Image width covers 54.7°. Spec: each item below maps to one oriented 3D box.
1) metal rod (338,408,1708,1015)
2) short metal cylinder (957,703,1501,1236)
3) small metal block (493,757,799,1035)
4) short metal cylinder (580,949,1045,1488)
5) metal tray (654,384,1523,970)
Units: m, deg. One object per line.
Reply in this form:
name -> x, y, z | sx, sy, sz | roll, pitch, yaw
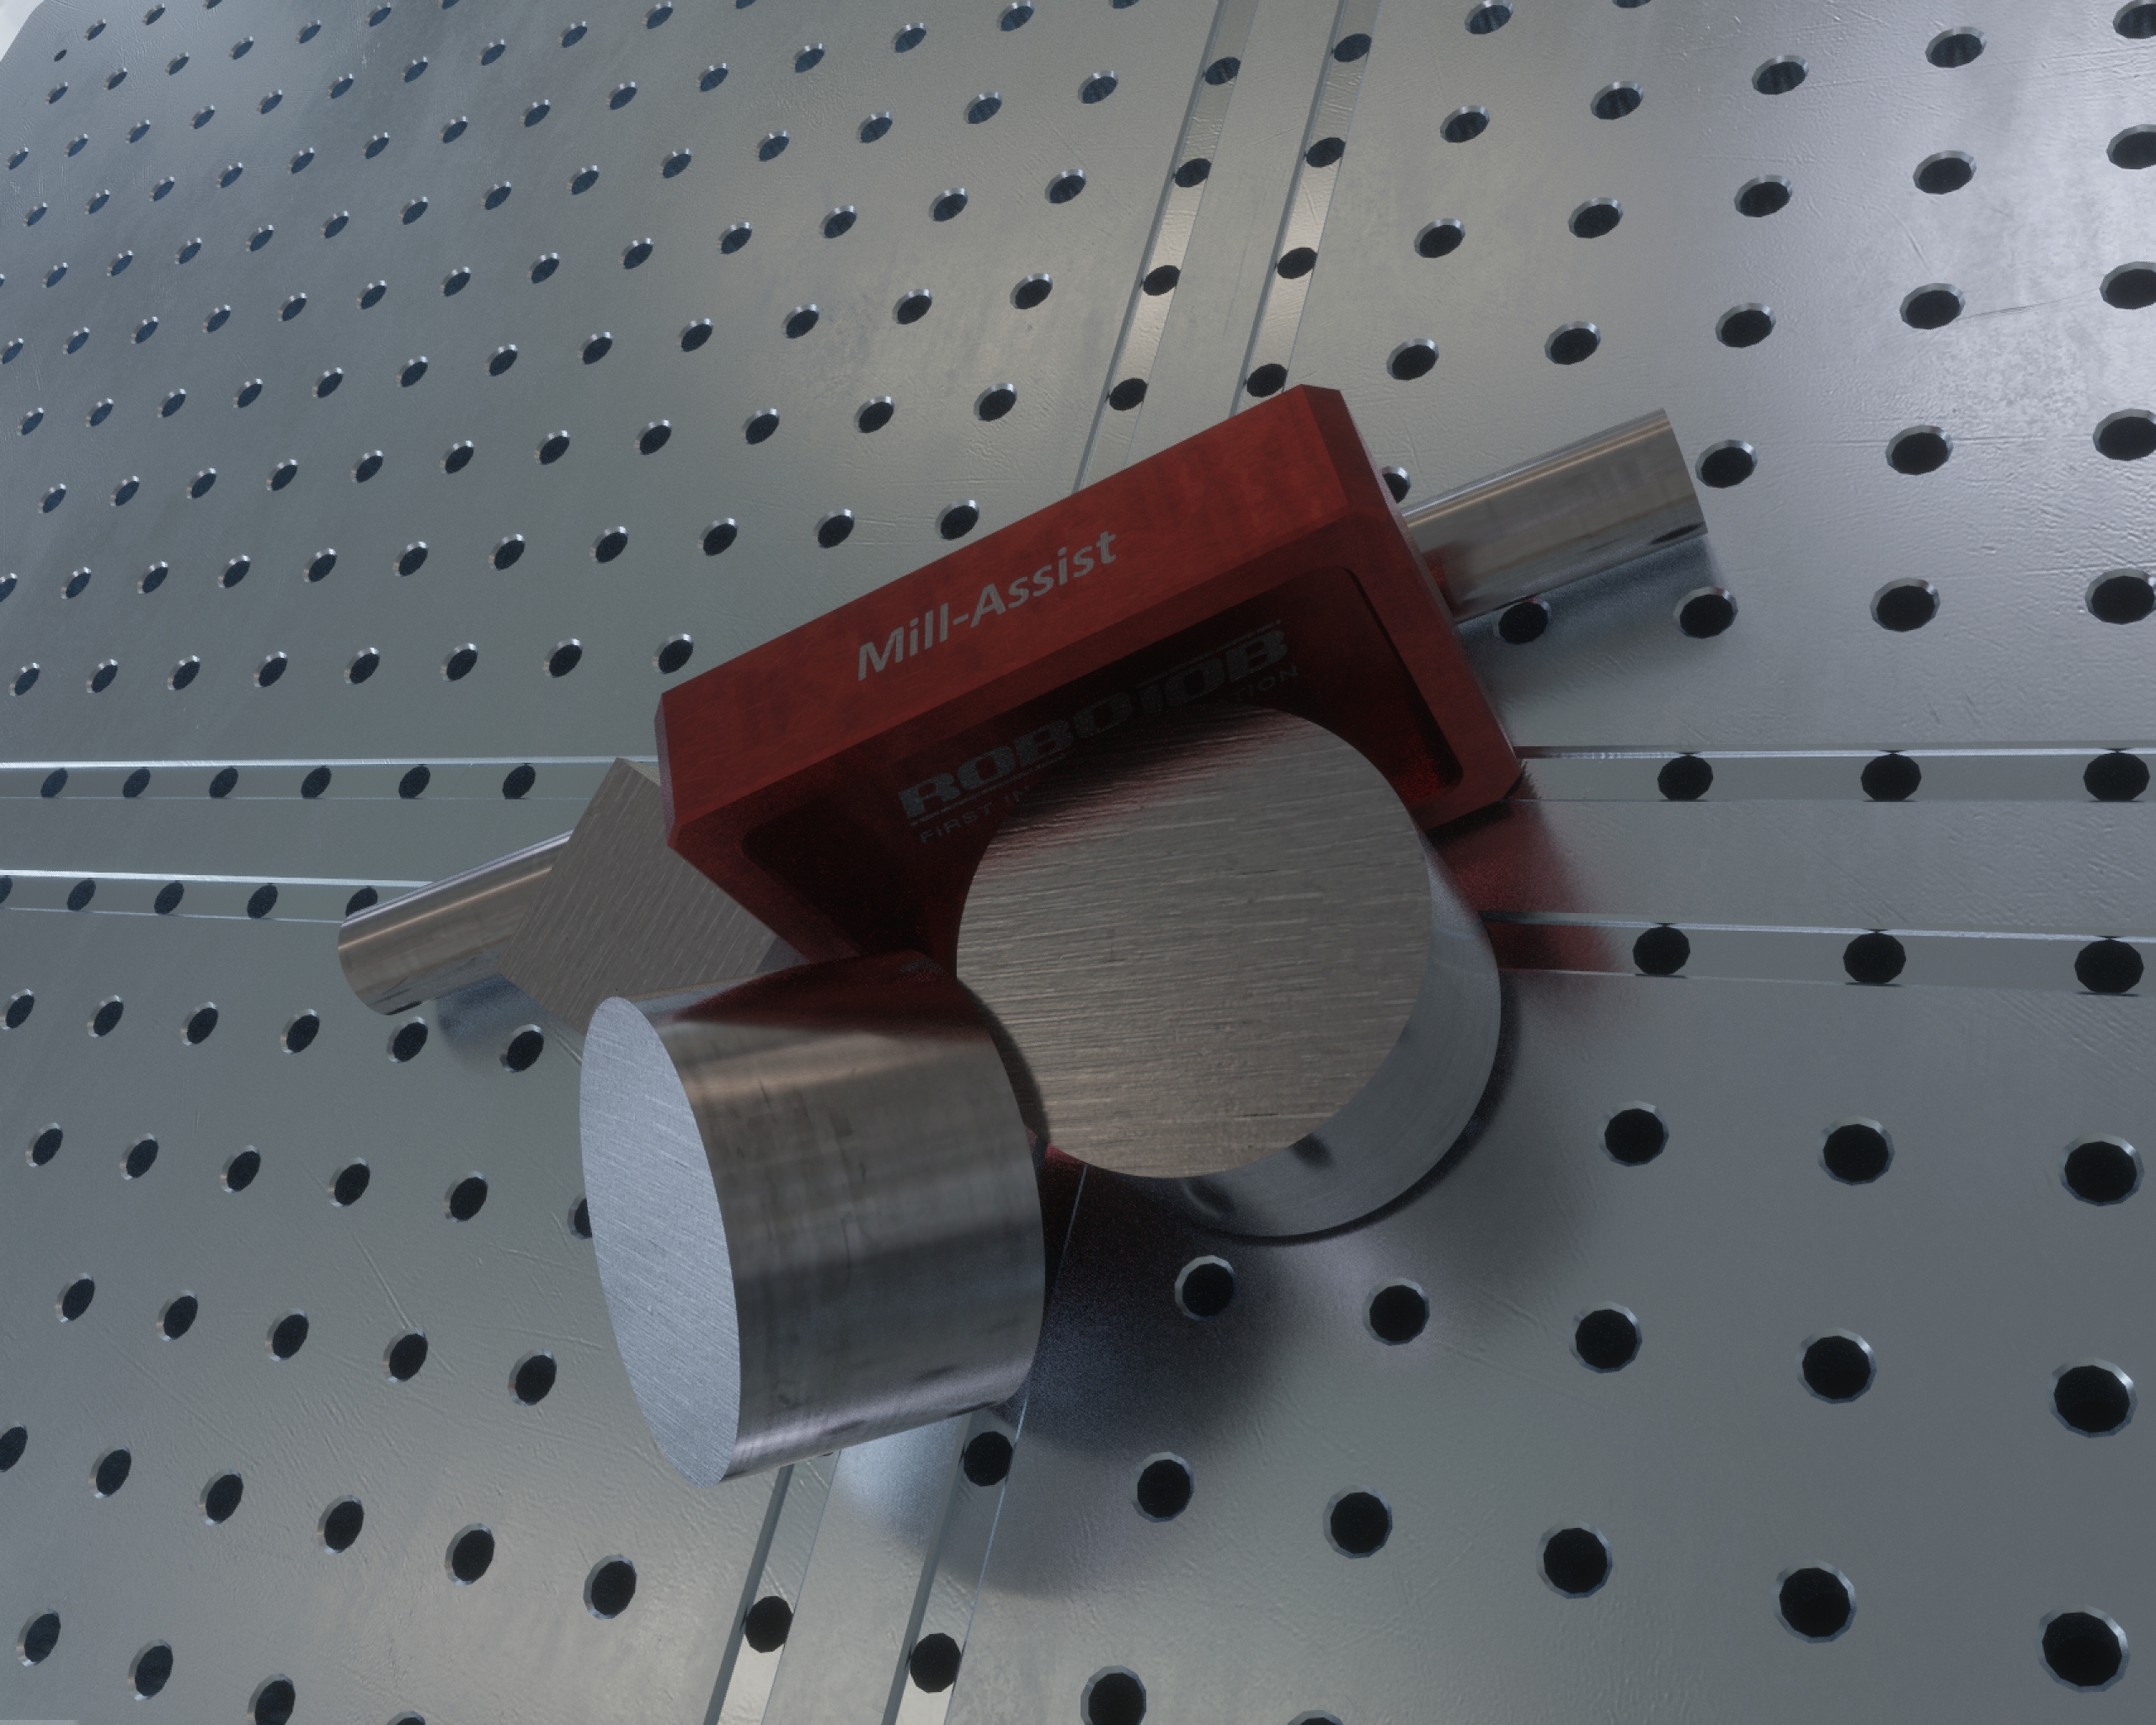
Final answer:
metal rod -> -0.023, -0.025, 0.431 | 0.301, 0.025, 0.025 | -19, 54, 16
short metal cylinder -> 0.027, 0.019, 0.355 | 0.080, 0.050, 0.080 | -8, 67, 21
small metal block -> -0.081, 0.014, 0.421 | 0.050, 0.025, 0.050 | 33, 96, 19
short metal cylinder -> -0.047, 0.058, 0.348 | 0.050, 0.079, 0.080 | -9, 45, -28
metal tray -> 0.004, -0.021, 0.373 | 0.130, 0.090, 0.030 | -24, 53, 13
